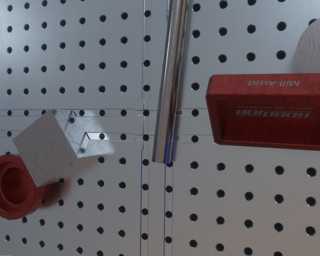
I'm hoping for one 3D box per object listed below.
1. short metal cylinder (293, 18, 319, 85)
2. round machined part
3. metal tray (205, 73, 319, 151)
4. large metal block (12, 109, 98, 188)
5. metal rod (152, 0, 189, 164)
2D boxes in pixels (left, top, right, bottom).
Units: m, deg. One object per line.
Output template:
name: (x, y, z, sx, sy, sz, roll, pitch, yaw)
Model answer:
short metal cylinder: (0.188, -0.077, 0.333, 0.080, 0.050, 0.079, 0, 90, 20)
round machined part: (-0.217, 0.088, 0.480, 0.098, 0.042, 0.097, 0, 90, 20)
metal tray: (0.121, -0.016, 0.335, 0.130, 0.090, 0.030, 3, 52, 20)
large metal block: (-0.153, 0.028, 0.453, 0.080, 0.050, 0.080, -35, 79, 16)
metal rod: (0.018, -0.103, 0.406, 0.025, 0.025, 0.298, 7, 92, 20)
